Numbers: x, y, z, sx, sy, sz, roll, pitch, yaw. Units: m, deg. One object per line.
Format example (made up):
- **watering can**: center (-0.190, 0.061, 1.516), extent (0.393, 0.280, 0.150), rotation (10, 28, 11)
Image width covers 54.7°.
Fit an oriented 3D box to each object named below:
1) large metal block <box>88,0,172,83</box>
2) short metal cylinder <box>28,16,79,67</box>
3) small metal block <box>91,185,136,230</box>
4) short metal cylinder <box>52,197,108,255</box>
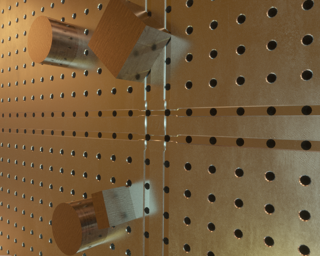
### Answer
- **large metal block**: center (-0.044, -0.121, 0.427), extent (0.080, 0.050, 0.080), rotation (50, 119, 28)
- **short metal cylinder**: center (-0.189, -0.151, 0.546), extent (0.080, 0.050, 0.079), rotation (0, 90, 39)
- **small metal block**: center (-0.066, 0.113, 0.445), extent (0.025, 0.050, 0.050), rotation (-24, 75, 37)
- **short metal cylinder**: center (-0.129, 0.155, 0.496), extent (0.080, 0.050, 0.079), rotation (0, 90, 39)
